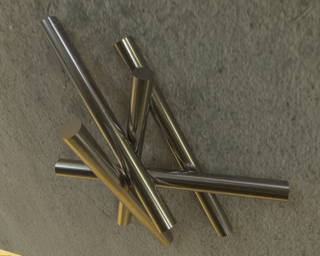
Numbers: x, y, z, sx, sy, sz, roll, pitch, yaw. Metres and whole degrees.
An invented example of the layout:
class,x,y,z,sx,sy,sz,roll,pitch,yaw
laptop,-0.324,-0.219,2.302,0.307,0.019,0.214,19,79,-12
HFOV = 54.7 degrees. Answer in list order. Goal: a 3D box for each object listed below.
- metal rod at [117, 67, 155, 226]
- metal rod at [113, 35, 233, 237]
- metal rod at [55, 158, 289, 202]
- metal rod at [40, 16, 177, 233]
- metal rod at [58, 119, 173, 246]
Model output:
class,x,y,z,sx,sy,sz,roll,pitch,yaw
metal rod,-0.040,0.050,0.438,0.025,0.025,0.298,24,133,13
metal rod,0.024,0.022,0.406,0.025,0.025,0.299,-17,110,34
metal rod,0.005,0.065,0.402,0.301,0.025,0.025,4,121,14
metal rod,-0.066,-0.007,0.388,0.025,0.025,0.299,-34,85,38
metal rod,-0.039,0.093,0.410,0.025,0.025,0.299,3,143,27
